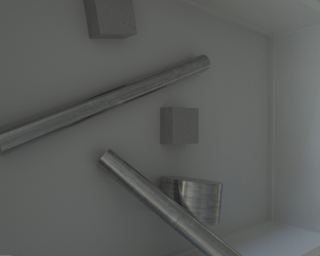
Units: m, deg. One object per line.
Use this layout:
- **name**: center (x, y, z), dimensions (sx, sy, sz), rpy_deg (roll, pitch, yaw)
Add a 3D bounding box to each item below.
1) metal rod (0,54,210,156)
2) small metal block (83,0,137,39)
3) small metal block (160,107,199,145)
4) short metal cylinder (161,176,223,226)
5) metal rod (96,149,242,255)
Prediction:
- **metal rod**: center (-0.042, -0.041, 0.372), dimensions (0.302, 0.025, 0.025), rpy_deg (-28, 108, -37)
- **small metal block**: center (-0.058, -0.132, 0.359), dimensions (0.050, 0.025, 0.050), rpy_deg (-14, 99, -39)
- **small metal block**: center (0.027, -0.003, 0.432), dimensions (0.050, 0.025, 0.050), rpy_deg (0, 90, -40)
- **short metal cylinder**: center (0.040, 0.093, 0.407), dimensions (0.081, 0.080, 0.050), rpy_deg (11, 83, -40)
- **metal rod**: center (0.052, 0.128, 0.351), dimensions (0.300, 0.025, 0.025), rpy_deg (39, 61, 2)
